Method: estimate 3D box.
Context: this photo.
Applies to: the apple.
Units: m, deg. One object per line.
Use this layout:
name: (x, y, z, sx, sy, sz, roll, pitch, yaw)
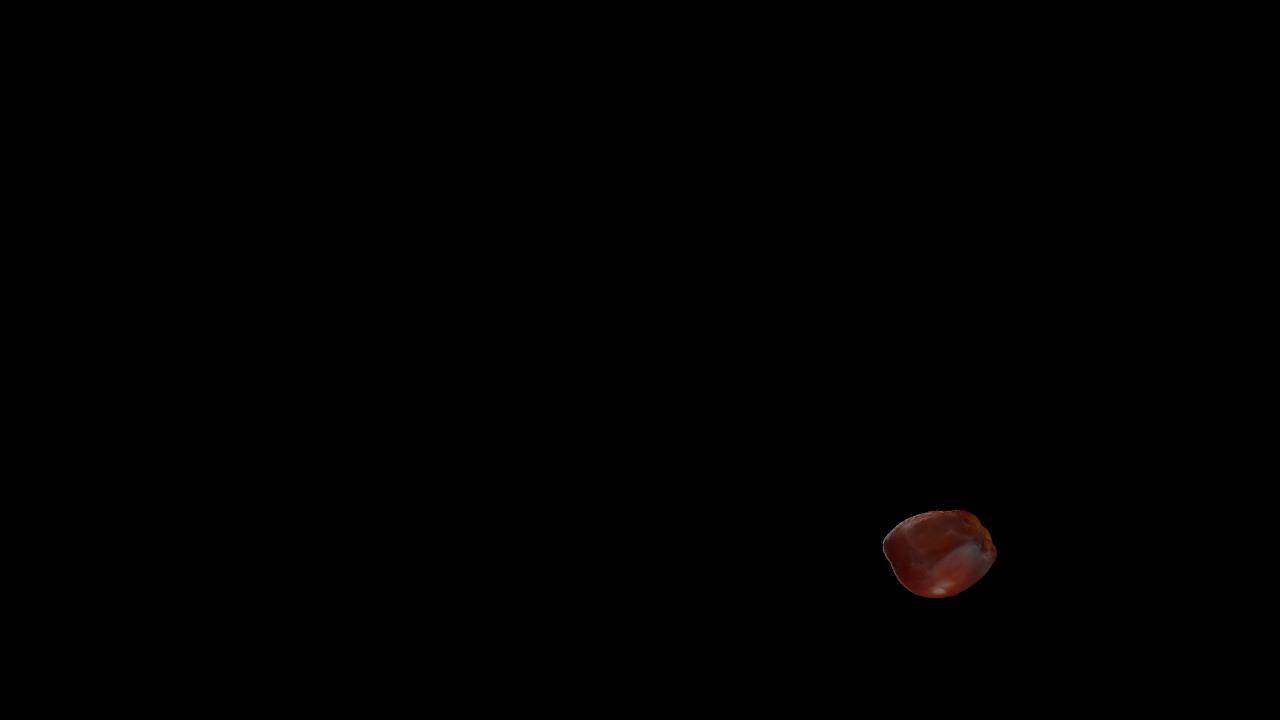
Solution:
apple: (0.272, 0.177, 0.563, 0.093, 0.079, 0.079, -43, -25, 30)
